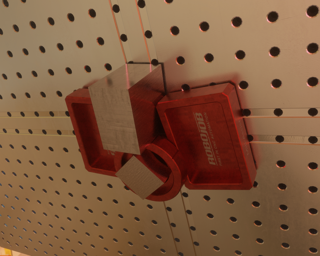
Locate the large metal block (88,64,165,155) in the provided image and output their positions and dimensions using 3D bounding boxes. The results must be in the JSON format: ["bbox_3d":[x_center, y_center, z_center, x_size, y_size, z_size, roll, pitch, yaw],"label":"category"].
[{"bbox_3d":[-0.033,-0.026,0.372,0.050,0.080,0.079,6,121,25],"label":"large metal block"}]

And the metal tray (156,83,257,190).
[{"bbox_3d":[0.059,0.016,0.381,0.090,0.030,0.129,-7,115,31],"label":"metal tray"}]

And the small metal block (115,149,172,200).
[{"bbox_3d":[-0.022,0.058,0.399,0.050,0.025,0.050,43,129,-2],"label":"small metal block"}]

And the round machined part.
[{"bbox_3d":[-0.009,0.047,0.417,0.098,0.042,0.097,13,124,21],"label":"round machined part"}]

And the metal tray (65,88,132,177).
[{"bbox_3d":[-0.078,0.010,0.450,0.090,0.030,0.129,6,121,25],"label":"metal tray"}]
